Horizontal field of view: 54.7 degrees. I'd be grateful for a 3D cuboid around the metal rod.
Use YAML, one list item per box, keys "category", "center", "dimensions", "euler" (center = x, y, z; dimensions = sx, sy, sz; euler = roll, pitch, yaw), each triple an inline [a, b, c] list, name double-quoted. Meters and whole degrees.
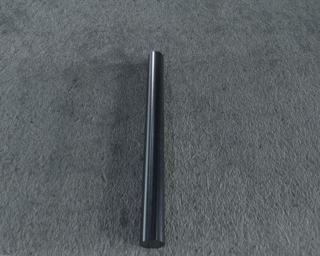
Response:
- category: "metal rod"
  center: [-0.007, 0.001, 0.404]
  dimensions: [0.025, 0.025, 0.300]
  euler: [0, 50, 0]
